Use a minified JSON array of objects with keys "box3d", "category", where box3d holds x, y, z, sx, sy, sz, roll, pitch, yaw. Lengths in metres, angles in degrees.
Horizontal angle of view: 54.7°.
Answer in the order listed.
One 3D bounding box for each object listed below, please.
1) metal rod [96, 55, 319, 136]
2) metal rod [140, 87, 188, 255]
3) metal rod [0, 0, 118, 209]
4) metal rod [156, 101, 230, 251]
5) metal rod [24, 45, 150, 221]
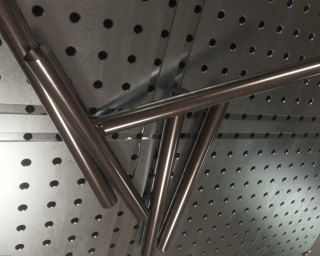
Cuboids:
[{"box3d":[0.072,-0.042,0.380,0.302,0.025,0.025,-16,126,-3],"category":"metal rod"},{"box3d":[0.002,0.082,0.464,0.025,0.025,0.298,-4,121,-27],"category":"metal rod"},{"box3d":[-0.108,-0.010,0.347,0.025,0.025,0.298,-27,128,-12],"category":"metal rod"},{"box3d":[0.047,0.075,0.485,0.025,0.025,0.298,4,116,-31],"category":"metal rod"},{"box3d":[-0.068,0.034,0.376,0.025,0.025,0.299,-31,135,-9],"category":"metal rod"}]
